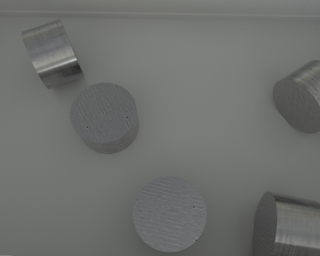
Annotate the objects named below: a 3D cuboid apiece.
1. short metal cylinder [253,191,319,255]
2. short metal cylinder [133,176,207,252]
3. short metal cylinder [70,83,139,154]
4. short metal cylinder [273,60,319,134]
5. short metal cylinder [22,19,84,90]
[{"bbox_3d":[0.139,0.115,0.340,0.050,0.080,0.080,11,70,3],"label":"short metal cylinder"},{"bbox_3d":[0.010,0.100,0.360,0.081,0.050,0.080,0,70,0],"label":"short metal cylinder"},{"bbox_3d":[-0.069,-0.011,0.400,0.081,0.050,0.080,0,70,0],"label":"short metal cylinder"},{"bbox_3d":[0.194,-0.039,0.397,0.050,0.080,0.080,-32,74,-11],"label":"short metal cylinder"},{"bbox_3d":[-0.141,-0.098,0.415,0.050,0.080,0.080,-23,72,-8],"label":"short metal cylinder"}]
